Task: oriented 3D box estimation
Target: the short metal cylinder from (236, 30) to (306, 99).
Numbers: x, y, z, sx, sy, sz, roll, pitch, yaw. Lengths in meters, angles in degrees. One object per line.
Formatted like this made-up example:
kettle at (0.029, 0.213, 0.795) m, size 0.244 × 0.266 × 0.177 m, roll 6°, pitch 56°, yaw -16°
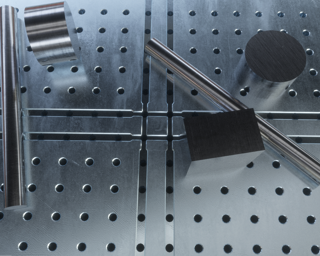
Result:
short metal cylinder at (0.152, -0.087, 0.431) m, size 0.081 × 0.050 × 0.080 m, roll 0°, pitch 70°, yaw 0°

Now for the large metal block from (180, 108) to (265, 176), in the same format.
large metal block at (0.069, 0.020, 0.376) m, size 0.081 × 0.080 × 0.050 m, roll -9°, pitch 71°, yaw -3°

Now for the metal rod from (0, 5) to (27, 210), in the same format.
metal rod at (-0.204, -0.042, 0.425) m, size 0.025 × 0.025 × 0.299 m, roll -11°, pitch 70°, yaw -4°

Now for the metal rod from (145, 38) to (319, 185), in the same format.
metal rod at (0.099, -0.029, 0.422) m, size 0.300 × 0.025 × 0.025 m, roll 40°, pitch 75°, yaw 13°

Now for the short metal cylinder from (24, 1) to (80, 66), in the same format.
short metal cylinder at (-0.146, -0.130, 0.429) m, size 0.050 × 0.080 × 0.080 m, roll -11°, pitch 71°, yaw -4°
